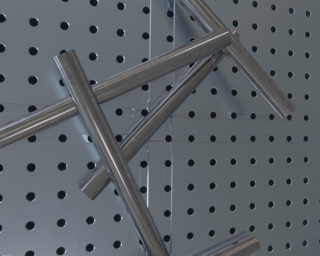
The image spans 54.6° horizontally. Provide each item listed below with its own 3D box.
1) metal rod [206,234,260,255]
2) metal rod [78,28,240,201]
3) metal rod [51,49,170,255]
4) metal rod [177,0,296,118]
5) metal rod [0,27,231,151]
[{"bbox_3d":[0.006,0.214,0.414,0.302,0.025,0.025,-18,96,-19],"label":"metal rod"},{"bbox_3d":[0.008,-0.027,0.415,0.025,0.025,0.301,46,76,-14],"label":"metal rod"},{"bbox_3d":[-0.047,0.054,0.368,0.025,0.025,0.299,-28,110,-18],"label":"metal rod"},{"bbox_3d":[0.076,-0.131,0.416,0.025,0.025,0.300,-44,95,-15],"label":"metal rod"},{"bbox_3d":[-0.050,-0.051,0.370,0.301,0.025,0.025,-26,99,-9],"label":"metal rod"}]
